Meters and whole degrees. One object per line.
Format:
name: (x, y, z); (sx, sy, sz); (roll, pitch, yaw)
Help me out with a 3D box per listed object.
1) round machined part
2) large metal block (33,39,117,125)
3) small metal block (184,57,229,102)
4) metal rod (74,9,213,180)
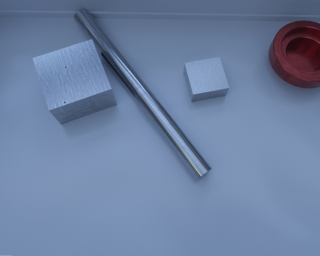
round machined part: (0.203, -0.099, 0.440); (0.099, 0.042, 0.098); (0, 70, -1)
large metal block: (-0.113, -0.061, 0.417); (0.080, 0.050, 0.080); (-21, 72, -8)
small metal block: (0.064, -0.068, 0.435); (0.050, 0.025, 0.050); (-11, 71, -4)
metal rod: (-0.032, -0.056, 0.429); (0.025, 0.025, 0.300); (-34, 74, -12)
